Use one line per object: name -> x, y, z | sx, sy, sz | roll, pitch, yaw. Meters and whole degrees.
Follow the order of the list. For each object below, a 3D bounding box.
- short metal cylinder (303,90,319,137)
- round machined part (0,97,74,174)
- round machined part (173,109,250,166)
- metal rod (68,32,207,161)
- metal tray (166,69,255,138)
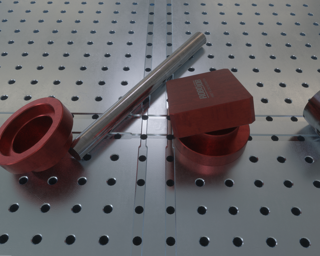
short metal cylinder -> 0.232, -0.018, 0.389 | 0.081, 0.080, 0.050 | -14, 52, -11
round machined part -> -0.145, 0.013, 0.370 | 0.098, 0.042, 0.098 | -15, 46, 17
round machined part -> 0.067, -0.003, 0.400 | 0.099, 0.042, 0.098 | 0, 50, 0
metal rod -> -0.018, -0.062, 0.459 | 0.025, 0.025, 0.301 | 29, 56, 22
metal tray -> 0.056, -0.037, 0.390 | 0.090, 0.030, 0.130 | -11, 24, 4
